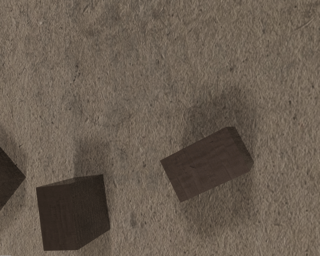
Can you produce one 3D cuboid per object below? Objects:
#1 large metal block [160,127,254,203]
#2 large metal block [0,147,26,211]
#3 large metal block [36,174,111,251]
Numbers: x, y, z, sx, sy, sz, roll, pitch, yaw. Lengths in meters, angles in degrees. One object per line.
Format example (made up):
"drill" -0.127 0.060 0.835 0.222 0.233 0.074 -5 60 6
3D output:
"large metal block" 0.058 0.039 0.359 0.080 0.080 0.050 -29 81 17
"large metal block" -0.277 0.082 0.491 0.080 0.050 0.080 44 103 14
"large metal block" -0.114 0.111 0.419 0.050 0.080 0.080 -9 87 19
